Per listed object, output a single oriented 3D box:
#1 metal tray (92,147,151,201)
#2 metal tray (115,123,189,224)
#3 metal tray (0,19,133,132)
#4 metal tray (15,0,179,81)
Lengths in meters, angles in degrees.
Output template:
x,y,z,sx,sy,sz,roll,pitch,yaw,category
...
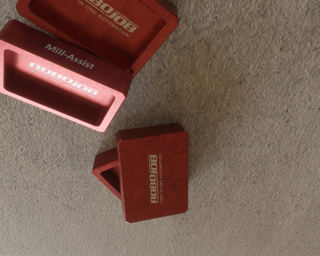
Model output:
x,y,z,sx,sy,sz,roll,pitch,yaw,category
-0.028,0.078,0.469,0.090,0.030,0.130,-23,127,18,metal tray
-0.009,0.062,0.420,0.091,0.030,0.129,-7,115,-12,metal tray
-0.106,-0.050,0.337,0.131,0.030,0.090,23,145,-14,metal tray
-0.058,-0.115,0.304,0.131,0.030,0.090,31,124,-24,metal tray
